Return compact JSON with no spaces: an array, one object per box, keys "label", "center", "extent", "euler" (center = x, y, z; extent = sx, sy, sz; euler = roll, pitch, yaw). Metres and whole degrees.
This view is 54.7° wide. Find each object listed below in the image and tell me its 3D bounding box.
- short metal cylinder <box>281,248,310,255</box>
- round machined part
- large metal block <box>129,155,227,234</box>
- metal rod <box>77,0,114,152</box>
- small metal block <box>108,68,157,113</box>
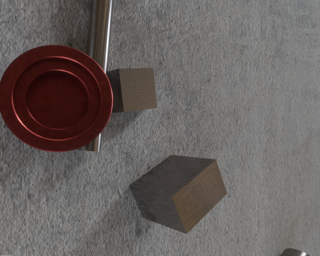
[{"label":"short metal cylinder","center":[0.265,0.281,0.596],"extent":[0.050,0.080,0.080],"euler":[-42,116,-32]},{"label":"round machined part","center":[-0.098,-0.026,0.299],"extent":[0.099,0.042,0.097],"euler":[1,88,-20]},{"label":"large metal block","center":[0.023,0.078,0.390],"extent":[0.081,0.080,0.050],"euler":[-33,111,-35]},{"label":"metal rod","center":[-0.067,-0.124,0.349],"extent":[0.025,0.025,0.298],"euler":[7,86,-40]},{"label":"small metal block","center":[-0.033,-0.046,0.379],"extent":[0.050,0.025,0.050],"euler":[-10,97,-40]}]
